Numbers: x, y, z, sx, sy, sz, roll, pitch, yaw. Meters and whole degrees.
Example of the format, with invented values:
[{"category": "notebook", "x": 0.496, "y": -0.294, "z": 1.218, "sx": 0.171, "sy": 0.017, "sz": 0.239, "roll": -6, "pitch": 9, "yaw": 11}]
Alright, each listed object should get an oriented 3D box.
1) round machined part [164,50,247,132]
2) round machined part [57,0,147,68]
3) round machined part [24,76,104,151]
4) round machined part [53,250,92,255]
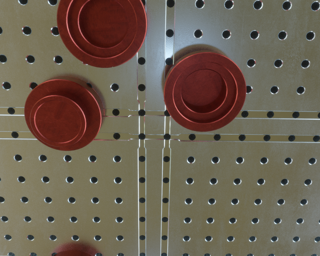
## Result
[{"category": "round machined part", "x": 0.054, "y": -0.048, "z": 0.388, "sx": 0.099, "sy": 0.042, "sz": 0.097, "roll": 0, "pitch": 110, "yaw": -1}, {"category": "round machined part", "x": -0.064, "y": -0.122, "z": 0.359, "sx": 0.099, "sy": 0.042, "sz": 0.097, "roll": 0, "pitch": 110, "yaw": -1}, {"category": "round machined part", "x": -0.125, "y": -0.014, "z": 0.397, "sx": 0.099, "sy": 0.042, "sz": 0.097, "roll": 0, "pitch": 110, "yaw": -1}, {"category": "round machined part", "x": -0.141, "y": 0.249, "z": 0.494, "sx": 0.099, "sy": 0.042, "sz": 0.097, "roll": 0, "pitch": 110, "yaw": -1}]
